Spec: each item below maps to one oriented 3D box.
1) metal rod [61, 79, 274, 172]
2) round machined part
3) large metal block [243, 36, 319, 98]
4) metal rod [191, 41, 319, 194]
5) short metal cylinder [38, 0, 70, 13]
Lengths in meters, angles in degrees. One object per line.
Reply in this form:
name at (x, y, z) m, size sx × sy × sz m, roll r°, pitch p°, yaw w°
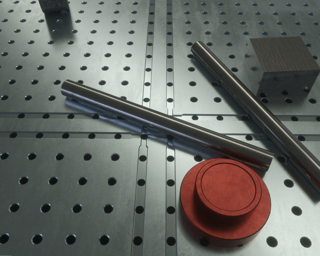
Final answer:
metal rod at (-0.002, -0.009, 0.414) m, size 0.301 × 0.025 × 0.025 m, roll 20°, pitch 53°, yaw 16°
round machined part at (0.071, 0.073, 0.336) m, size 0.099 × 0.042 × 0.098 m, roll 0°, pitch 50°, yaw 0°
large metal block at (0.180, -0.093, 0.471) m, size 0.081 × 0.050 × 0.080 m, roll -3°, pitch 50°, yaw -3°
metal rod at (0.129, -0.032, 0.435) m, size 0.025 × 0.025 × 0.300 m, roll -21°, pitch 53°, yaw -16°
short metal cylinder at (-0.208, -0.266, 0.594) m, size 0.050 × 0.080 × 0.080 m, roll -13°, pitch 51°, yaw -10°
